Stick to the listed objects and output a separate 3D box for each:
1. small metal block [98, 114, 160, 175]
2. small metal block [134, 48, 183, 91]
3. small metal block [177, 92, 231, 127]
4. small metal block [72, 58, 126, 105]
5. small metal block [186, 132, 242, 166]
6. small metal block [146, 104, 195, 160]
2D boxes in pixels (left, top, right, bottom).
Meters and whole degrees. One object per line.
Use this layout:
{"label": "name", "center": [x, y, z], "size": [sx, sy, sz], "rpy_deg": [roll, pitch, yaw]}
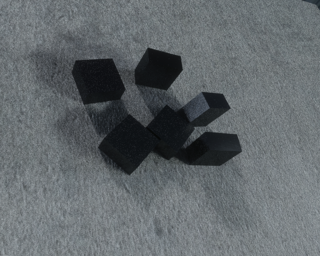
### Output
{"label": "small metal block", "center": [-0.037, 0.019, 0.373], "size": [0.050, 0.025, 0.050], "rpy_deg": [42, 51, 0]}
{"label": "small metal block", "center": [-0.003, -0.082, 0.438], "size": [0.050, 0.050, 0.025], "rpy_deg": [9, 58, -24]}
{"label": "small metal block", "center": [0.061, -0.025, 0.430], "size": [0.050, 0.050, 0.025], "rpy_deg": [-2, 62, -46]}
{"label": "small metal block", "center": [-0.079, -0.061, 0.399], "size": [0.050, 0.025, 0.050], "rpy_deg": [-12, 68, -33]}
{"label": "small metal block", "center": [0.070, 0.029, 0.410], "size": [0.050, 0.050, 0.025], "rpy_deg": [5, 60, -26]}
{"label": "small metal block", "center": [0.010, 0.005, 0.408], "size": [0.050, 0.025, 0.050], "rpy_deg": [41, 51, -1]}
